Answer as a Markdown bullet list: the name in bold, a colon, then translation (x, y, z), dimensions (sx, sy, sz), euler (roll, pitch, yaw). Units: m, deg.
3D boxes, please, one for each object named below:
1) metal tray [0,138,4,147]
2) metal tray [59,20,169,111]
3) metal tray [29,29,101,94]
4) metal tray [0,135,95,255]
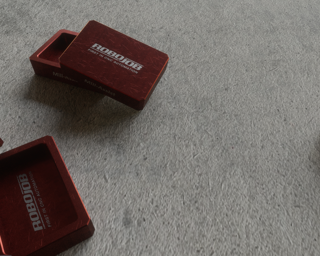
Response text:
- **metal tray**: translation (-0.253, 0.040, 0.342), dimensions (0.090, 0.030, 0.131), euler (11, 46, 40)
- **metal tray**: translation (-0.064, -0.092, 0.446), dimensions (0.130, 0.030, 0.090), euler (26, 64, 3)
- **metal tray**: translation (-0.123, -0.108, 0.489), dimensions (0.130, 0.030, 0.090), euler (17, 52, 14)
- **metal tray**: translation (-0.138, 0.076, 0.334), dimensions (0.091, 0.030, 0.130), euler (-24, 54, -19)
